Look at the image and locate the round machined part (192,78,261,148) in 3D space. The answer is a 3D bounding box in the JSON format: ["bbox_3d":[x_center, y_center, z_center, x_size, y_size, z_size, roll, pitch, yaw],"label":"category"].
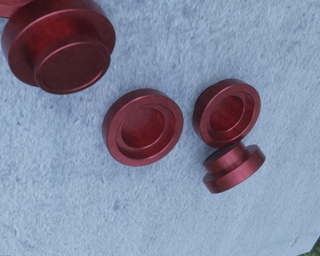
[{"bbox_3d":[0.087,-0.024,0.431,0.099,0.042,0.097,-14,125,-21],"label":"round machined part"}]

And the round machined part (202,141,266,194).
[{"bbox_3d":[0.104,0.052,0.464,0.098,0.098,0.042,-35,90,-5],"label":"round machined part"}]

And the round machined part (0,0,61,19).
[{"bbox_3d":[-0.120,-0.140,0.244,0.099,0.042,0.097,-14,124,-21],"label":"round machined part"}]

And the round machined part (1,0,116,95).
[{"bbox_3d":[-0.084,-0.067,0.281,0.099,0.042,0.098,-26,160,-10],"label":"round machined part"}]

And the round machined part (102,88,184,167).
[{"bbox_3d":[-0.024,-0.004,0.382,0.099,0.042,0.097,-14,125,-21],"label":"round machined part"}]
